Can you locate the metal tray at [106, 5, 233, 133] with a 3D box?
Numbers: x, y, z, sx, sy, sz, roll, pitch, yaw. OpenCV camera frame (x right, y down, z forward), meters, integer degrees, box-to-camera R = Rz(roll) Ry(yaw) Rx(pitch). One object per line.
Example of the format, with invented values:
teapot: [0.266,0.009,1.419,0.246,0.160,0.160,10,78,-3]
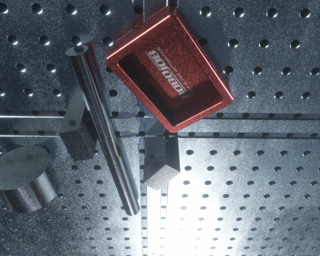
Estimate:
metal tray: [0.014,-0.060,0.357,0.090,0.030,0.130,-28,125,21]

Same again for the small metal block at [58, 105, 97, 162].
small metal block: [-0.103,0.007,0.399,0.025,0.050,0.050,-10,130,8]

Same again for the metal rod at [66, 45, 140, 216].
metal rod: [-0.069,0.027,0.433,0.025,0.025,0.298,-7,130,5]

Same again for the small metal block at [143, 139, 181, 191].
small metal block: [0.002,0.052,0.440,0.025,0.050,0.050,31,123,-24]

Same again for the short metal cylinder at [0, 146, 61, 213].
short metal cylinder: [-0.187,0.070,0.433,0.080,0.080,0.050,-5,130,3]
